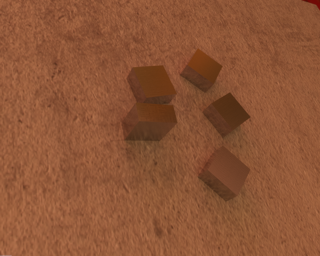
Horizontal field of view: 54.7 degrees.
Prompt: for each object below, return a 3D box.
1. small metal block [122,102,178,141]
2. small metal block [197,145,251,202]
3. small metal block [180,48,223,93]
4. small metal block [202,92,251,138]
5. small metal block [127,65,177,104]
[{"bbox_3d":[-0.014,-0.006,0.385,0.050,0.050,0.025,2,61,-28],"label":"small metal block"},{"bbox_3d":[0.087,0.061,0.416,0.050,0.025,0.050,41,51,0],"label":"small metal block"},{"bbox_3d":[0.067,-0.093,0.499,0.050,0.025,0.050,35,51,-6],"label":"small metal block"},{"bbox_3d":[0.102,-0.020,0.473,0.050,0.025,0.050,-30,79,-38],"label":"small metal block"},{"bbox_3d":[-0.012,-0.059,0.435,0.050,0.025,0.050,-11,68,-33],"label":"small metal block"}]
